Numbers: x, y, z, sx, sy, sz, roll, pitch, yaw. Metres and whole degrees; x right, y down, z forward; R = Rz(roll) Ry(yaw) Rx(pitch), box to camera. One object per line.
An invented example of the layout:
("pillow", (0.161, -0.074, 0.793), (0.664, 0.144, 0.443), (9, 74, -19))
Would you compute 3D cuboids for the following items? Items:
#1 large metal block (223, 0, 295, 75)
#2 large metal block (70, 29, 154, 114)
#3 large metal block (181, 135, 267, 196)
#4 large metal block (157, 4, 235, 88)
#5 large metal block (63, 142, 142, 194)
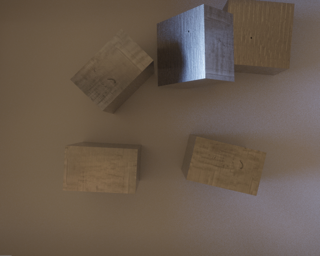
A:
("large metal block", (0.120, -0.115, 0.400), (0.081, 0.050, 0.079), (5, 90, -1))
("large metal block", (-0.054, -0.065, 0.383), (0.050, 0.080, 0.080), (45, 90, -1))
("large metal block", (0.074, 0.042, 0.385), (0.080, 0.080, 0.050), (13, 90, -1))
("large metal block", (0.042, -0.093, 0.378), (0.050, 0.080, 0.079), (-1, 90, -40))
("large metal block", (-0.066, 0.046, 0.383), (0.081, 0.080, 0.050), (3, 90, -1))
